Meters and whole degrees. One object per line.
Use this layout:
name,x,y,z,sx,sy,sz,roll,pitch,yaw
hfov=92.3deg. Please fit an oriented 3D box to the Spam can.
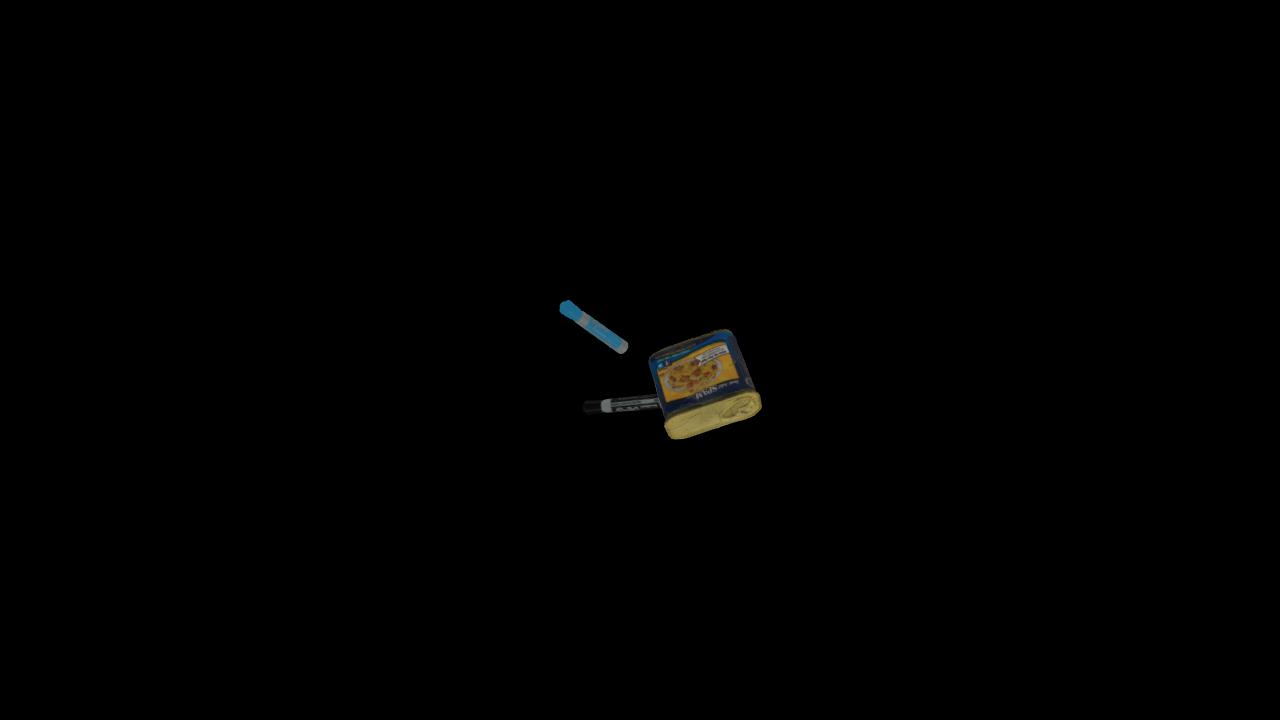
Spam can,0.065,0.025,0.647,0.101,0.085,0.058,-18,-33,3

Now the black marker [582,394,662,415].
black marker,-0.016,0.054,0.750,0.121,0.020,0.020,-7,-3,22

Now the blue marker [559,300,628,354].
blue marker,-0.057,-0.041,0.766,0.020,0.020,0.121,0,-24,39
